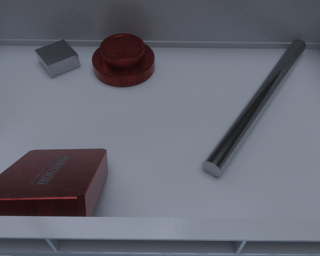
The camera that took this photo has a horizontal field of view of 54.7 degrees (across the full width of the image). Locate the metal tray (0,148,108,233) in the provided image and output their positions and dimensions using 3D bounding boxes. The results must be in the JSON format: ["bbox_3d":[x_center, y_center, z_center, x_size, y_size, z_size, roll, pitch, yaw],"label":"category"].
[{"bbox_3d":[-0.107,0.054,0.308,0.091,0.030,0.130,-1,13,-1],"label":"metal tray"}]

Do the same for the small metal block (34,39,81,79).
[{"bbox_3d":[-0.164,-0.112,0.497,0.050,0.025,0.050,-29,56,-23],"label":"small metal block"}]

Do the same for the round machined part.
[{"bbox_3d":[-0.058,-0.113,0.488,0.099,0.042,0.098,0,50,0],"label":"round machined part"}]

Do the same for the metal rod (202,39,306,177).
[{"bbox_3d":[0.148,-0.045,0.444,0.025,0.025,0.301,29,55,21],"label":"metal rod"}]
